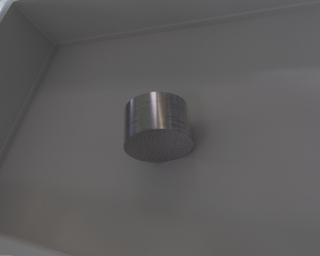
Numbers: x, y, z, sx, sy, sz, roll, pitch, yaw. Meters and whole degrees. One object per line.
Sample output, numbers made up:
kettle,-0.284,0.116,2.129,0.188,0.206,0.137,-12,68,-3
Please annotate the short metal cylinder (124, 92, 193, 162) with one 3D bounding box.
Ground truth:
short metal cylinder,-0.003,0.001,0.372,0.080,0.080,0.050,-16,55,19
